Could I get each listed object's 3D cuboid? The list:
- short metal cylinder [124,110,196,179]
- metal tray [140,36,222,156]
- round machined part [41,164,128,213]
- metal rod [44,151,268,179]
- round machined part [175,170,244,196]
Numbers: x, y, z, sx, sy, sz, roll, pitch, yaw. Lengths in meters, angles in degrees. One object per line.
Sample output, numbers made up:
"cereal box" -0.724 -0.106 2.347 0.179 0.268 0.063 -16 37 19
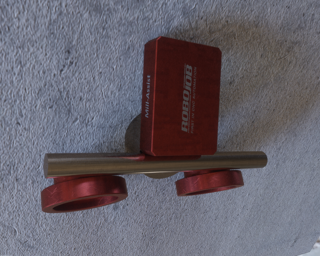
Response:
"short metal cylinder" 0.000 0.019 0.406 0.081 0.050 0.079 -14 125 -21
"metal tray" 0.026 -0.034 0.365 0.091 0.030 0.129 2 91 -30
"round machined part" -0.091 0.070 0.371 0.099 0.042 0.098 -11 160 -4
"metal rod" 0.018 0.042 0.382 0.303 0.025 0.025 2 118 -30
"round machined part" 0.071 0.072 0.460 0.099 0.042 0.098 -8 163 -2
